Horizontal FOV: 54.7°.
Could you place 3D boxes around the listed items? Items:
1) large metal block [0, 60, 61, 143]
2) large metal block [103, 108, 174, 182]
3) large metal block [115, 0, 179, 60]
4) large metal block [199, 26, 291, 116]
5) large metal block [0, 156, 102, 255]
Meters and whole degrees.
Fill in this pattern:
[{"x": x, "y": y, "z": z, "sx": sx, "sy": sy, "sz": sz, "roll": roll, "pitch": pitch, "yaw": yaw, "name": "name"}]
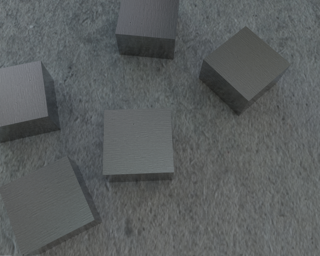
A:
[{"x": -0.183, "y": -0.033, "z": 0.405, "sx": 0.081, "sy": 0.050, "sz": 0.080, "roll": -13, "pitch": 71, "yaw": -5, "name": "large metal block"}, {"x": -0.026, "y": 0.022, "z": 0.386, "sx": 0.081, "sy": 0.050, "sz": 0.080, "roll": -2, "pitch": 70, "yaw": -1, "name": "large metal block"}, {"x": -0.016, "y": -0.151, "z": 0.450, "sx": 0.080, "sy": 0.050, "sz": 0.080, "roll": 6, "pitch": 70, "yaw": 2, "name": "large metal block"}, {"x": 0.113, "y": -0.078, "z": 0.425, "sx": 0.080, "sy": 0.050, "sz": 0.080, "roll": -40, "pitch": 75, "yaw": -13, "name": "large metal block"}, {"x": -0.124, "y": 0.090, "z": 0.360, "sx": 0.080, "sy": 0.050, "sz": 0.080, "roll": -26, "pitch": 72, "yaw": -9, "name": "large metal block"}]
